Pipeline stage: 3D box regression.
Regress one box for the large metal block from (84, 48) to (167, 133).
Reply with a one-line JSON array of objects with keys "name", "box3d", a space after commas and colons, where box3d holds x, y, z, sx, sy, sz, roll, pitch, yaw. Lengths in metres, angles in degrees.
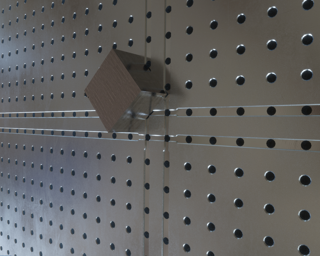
[{"name": "large metal block", "box3d": [-0.050, -0.050, 0.433, 0.080, 0.050, 0.080, -48, 62, 29]}]
